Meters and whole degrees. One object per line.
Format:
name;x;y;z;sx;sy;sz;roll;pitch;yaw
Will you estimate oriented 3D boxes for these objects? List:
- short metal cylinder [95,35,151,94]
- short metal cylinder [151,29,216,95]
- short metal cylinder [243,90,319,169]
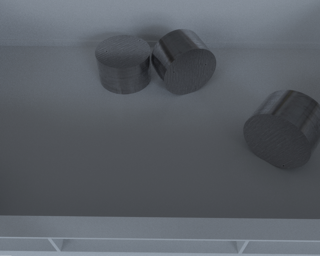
short metal cylinder;-0.054;-0.097;0.470;0.080;0.050;0.080;0;50;0
short metal cylinder;0.034;-0.095;0.449;0.081;0.080;0.050;-17;52;-14
short metal cylinder;0.148;0.002;0.369;0.080;0.080;0.050;32;57;24
